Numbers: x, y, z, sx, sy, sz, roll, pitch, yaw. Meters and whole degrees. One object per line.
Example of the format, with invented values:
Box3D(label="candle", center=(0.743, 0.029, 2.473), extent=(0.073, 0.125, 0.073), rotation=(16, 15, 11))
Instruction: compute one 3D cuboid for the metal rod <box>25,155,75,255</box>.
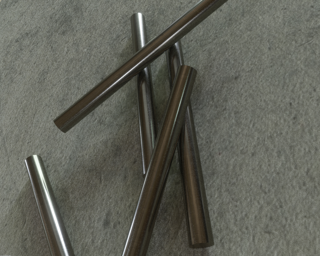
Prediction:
Box3D(label="metal rod", center=(-0.122, 0.143, 0.377), extent=(0.025, 0.025, 0.300), rotation=(-39, 51, 2))

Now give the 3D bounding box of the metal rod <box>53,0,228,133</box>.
Box3D(label="metal rod", center=(-0.027, -0.097, 0.442), extent=(0.300, 0.025, 0.025), rotation=(-39, 51, 1))

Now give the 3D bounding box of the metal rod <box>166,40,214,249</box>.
Box3D(label="metal rod", center=(0.030, -0.007, 0.391), extent=(0.025, 0.025, 0.299), rotation=(-17, 55, 18))

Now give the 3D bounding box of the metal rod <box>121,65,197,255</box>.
Box3D(label="metal rod", center=(-0.007, 0.066, 0.345), extent=(0.025, 0.025, 0.299), rotation=(7, 71, 31))

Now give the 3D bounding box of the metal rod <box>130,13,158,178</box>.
Box3D(label="metal rod", center=(-0.023, -0.066, 0.455), extent=(0.025, 0.025, 0.299), rotation=(-19, 54, 17))
